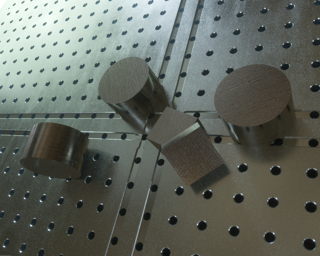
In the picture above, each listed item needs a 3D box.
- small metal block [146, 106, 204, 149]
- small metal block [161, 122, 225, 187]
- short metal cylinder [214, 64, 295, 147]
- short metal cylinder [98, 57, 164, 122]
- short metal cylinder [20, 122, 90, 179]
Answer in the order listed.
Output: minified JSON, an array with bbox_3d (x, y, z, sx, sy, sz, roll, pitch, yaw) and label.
[{"bbox_3d":[0.019,0.006,0.395,0.050,0.025,0.050,23,74,36],"label":"small metal block"},{"bbox_3d":[0.037,0.029,0.352,0.050,0.050,0.025,-34,10,6],"label":"small metal block"},{"bbox_3d":[0.108,-0.025,0.351,0.080,0.050,0.080,-13,56,21],"label":"short metal cylinder"},{"bbox_3d":[-0.041,-0.056,0.448,0.080,0.050,0.080,-13,56,21],"label":"short metal cylinder"},{"bbox_3d":[-0.143,0.033,0.428,0.080,0.080,0.050,-6,59,25],"label":"short metal cylinder"}]
